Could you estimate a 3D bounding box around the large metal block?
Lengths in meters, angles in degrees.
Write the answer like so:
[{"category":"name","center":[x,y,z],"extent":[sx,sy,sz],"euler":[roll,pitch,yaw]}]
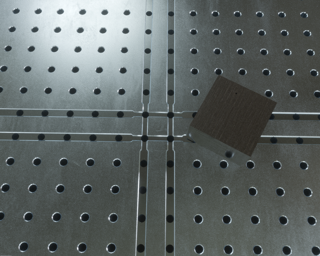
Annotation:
[{"category":"large metal block","center":[0.091,-0.009,0.402],"extent":[0.080,0.050,0.080],"euler":[28,72,10]}]
